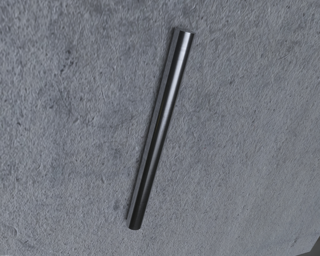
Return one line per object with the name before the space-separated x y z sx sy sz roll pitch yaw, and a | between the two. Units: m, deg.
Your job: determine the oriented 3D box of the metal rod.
metal rod | -0.006 0.019 0.418 0.025 0.025 0.298 0 118 -29
